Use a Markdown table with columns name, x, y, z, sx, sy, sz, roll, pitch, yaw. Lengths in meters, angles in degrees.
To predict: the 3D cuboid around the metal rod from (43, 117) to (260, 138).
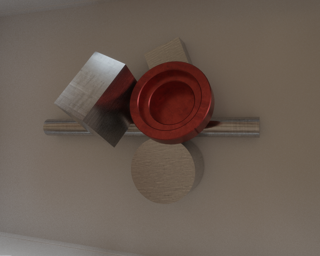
| name | x | y | z | sx | sy | sz | roll | pitch | yaw |
| --- | --- | --- | --- | --- | --- | --- | --- | --- | --- |
| metal rod | -0.024 | -0.001 | 0.415 | 0.301 | 0.025 | 0.025 | 0 | 90 | 19 |

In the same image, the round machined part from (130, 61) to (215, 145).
| name | x | y | z | sx | sy | sz | roll | pitch | yaw |
| --- | --- | --- | --- | --- | --- | --- | --- | --- | --- |
| round machined part | 0.017 | -0.027 | 0.373 | 0.098 | 0.042 | 0.098 | -6 | 70 | 18 |

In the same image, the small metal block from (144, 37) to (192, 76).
| name | x | y | z | sx | sy | sz | roll | pitch | yaw |
| --- | --- | --- | --- | --- | --- | --- | --- | --- | --- |
| small metal block | 0.014 | -0.082 | 0.404 | 0.050 | 0.025 | 0.050 | -22 | 83 | 18 |

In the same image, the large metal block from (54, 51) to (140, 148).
| name | x | y | z | sx | sy | sz | roll | pitch | yaw |
| --- | --- | --- | --- | --- | --- | --- | --- | --- | --- |
| large metal block | -0.069 | -0.034 | 0.387 | 0.050 | 0.080 | 0.080 | 28 | 76 | 28 |

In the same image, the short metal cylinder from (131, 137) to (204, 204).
| name | x | y | z | sx | sy | sz | roll | pitch | yaw |
| --- | --- | --- | --- | --- | --- | --- | --- | --- | --- |
| short metal cylinder | 0.011 | 0.050 | 0.390 | 0.080 | 0.050 | 0.079 | 0 | 90 | 19 |
